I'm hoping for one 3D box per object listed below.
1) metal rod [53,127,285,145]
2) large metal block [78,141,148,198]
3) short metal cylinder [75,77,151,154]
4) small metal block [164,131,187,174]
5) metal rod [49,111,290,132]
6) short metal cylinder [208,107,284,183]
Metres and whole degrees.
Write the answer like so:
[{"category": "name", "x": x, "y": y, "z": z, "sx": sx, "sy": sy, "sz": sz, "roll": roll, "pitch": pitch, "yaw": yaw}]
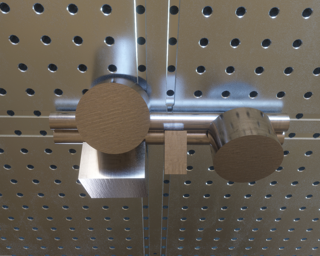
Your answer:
[{"category": "metal rod", "x": 0.013, "y": 0.010, "z": 0.416, "sx": 0.302, "sy": 0.025, "sz": 0.025, "roll": 0, "pitch": 130, "yaw": -1}, {"category": "large metal block", "x": -0.059, "y": 0.059, "z": 0.422, "sx": 0.081, "sy": 0.050, "sz": 0.080, "roll": -1, "pitch": 150, "yaw": 0}, {"category": "short metal cylinder", "x": -0.051, "y": -0.016, "z": 0.358, "sx": 0.081, "sy": 0.050, "sz": 0.079, "roll": 0, "pitch": 106, "yaw": -1}, {"category": "small metal block", "x": 0.018, "y": 0.029, "z": 0.378, "sx": 0.025, "sy": 0.050, "sz": 0.050, "roll": 0, "pitch": 88, "yaw": -1}, {"category": "metal rod", "x": 0.013, "y": -0.009, "z": 0.400, "sx": 0.302, "sy": 0.025, "sz": 0.025, "roll": 0, "pitch": 130, "yaw": -1}, {"category": "short metal cylinder", "x": 0.102, "y": 0.022, "z": 0.377, "sx": 0.081, "sy": 0.050, "sz": 0.079, "roll": 0, "pitch": 130, "yaw": 0}]
